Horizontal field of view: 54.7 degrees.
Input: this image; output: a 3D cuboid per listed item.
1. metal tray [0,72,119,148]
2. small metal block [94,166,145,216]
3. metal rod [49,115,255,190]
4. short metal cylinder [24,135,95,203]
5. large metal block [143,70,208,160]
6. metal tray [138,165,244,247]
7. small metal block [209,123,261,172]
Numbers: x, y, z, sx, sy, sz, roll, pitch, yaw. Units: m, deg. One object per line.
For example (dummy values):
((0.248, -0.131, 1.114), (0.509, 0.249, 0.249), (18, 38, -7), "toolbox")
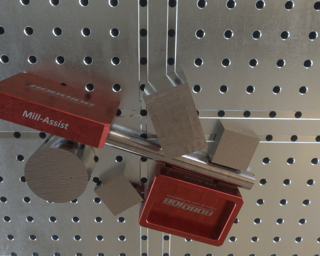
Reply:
((-0.120, -0.024, 0.367), (0.131, 0.090, 0.030), (17, 109, -7), "metal tray")
((-0.058, 0.091, 0.447), (0.050, 0.025, 0.050), (-31, 107, 10), "small metal block")
((-0.013, 0.030, 0.424), (0.302, 0.025, 0.025), (18, 109, -7), "metal rod")
((-0.132, 0.053, 0.417), (0.081, 0.050, 0.079), (0, 110, 0), "short metal cylinder")
((0.018, -0.019, 0.378), (0.050, 0.080, 0.080), (-17, 109, 6), "large metal block")
((0.044, 0.115, 0.453), (0.131, 0.030, 0.089), (17, 109, -7), "metal tray")
((0.101, 0.026, 0.424), (0.050, 0.025, 0.050), (16, 109, -6), "small metal block")
